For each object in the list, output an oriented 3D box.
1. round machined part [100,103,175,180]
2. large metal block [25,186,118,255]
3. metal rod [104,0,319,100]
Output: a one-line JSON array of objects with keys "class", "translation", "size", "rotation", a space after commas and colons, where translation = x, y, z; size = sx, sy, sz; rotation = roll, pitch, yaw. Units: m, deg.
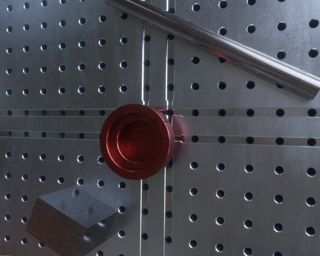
[{"class": "round machined part", "translation": [-0.027, 0.017, 0.413], "size": [0.098, 0.042, 0.097], "rotation": [0, 90, 20]}, {"class": "large metal block", "translation": [-0.118, 0.127, 0.425], "size": [0.080, 0.080, 0.050], "rotation": [25, 99, 18]}, {"class": "metal rod", "translation": [0.054, -0.114, 0.393], "size": [0.300, 0.025, 0.025], "rotation": [30, 100, 17]}]
